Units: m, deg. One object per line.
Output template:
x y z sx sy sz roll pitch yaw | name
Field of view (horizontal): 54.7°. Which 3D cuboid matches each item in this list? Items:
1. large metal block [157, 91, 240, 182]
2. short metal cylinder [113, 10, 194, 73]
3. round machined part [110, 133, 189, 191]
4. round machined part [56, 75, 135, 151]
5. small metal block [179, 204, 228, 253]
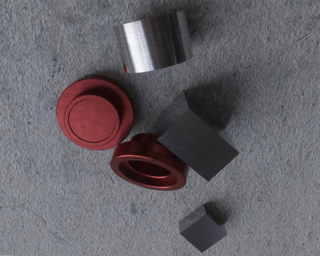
0.043 0.007 0.384 0.080 0.080 0.050 40 105 -14 | large metal block
-0.007 -0.097 0.345 0.080 0.080 0.050 -12 110 4 | short metal cylinder
-0.011 0.041 0.399 0.098 0.042 0.098 11 149 7 | round machined part
-0.083 -0.015 0.394 0.099 0.042 0.097 0 110 -1 | round machined part
0.064 0.152 0.467 0.050 0.025 0.050 -41 106 13 | small metal block
